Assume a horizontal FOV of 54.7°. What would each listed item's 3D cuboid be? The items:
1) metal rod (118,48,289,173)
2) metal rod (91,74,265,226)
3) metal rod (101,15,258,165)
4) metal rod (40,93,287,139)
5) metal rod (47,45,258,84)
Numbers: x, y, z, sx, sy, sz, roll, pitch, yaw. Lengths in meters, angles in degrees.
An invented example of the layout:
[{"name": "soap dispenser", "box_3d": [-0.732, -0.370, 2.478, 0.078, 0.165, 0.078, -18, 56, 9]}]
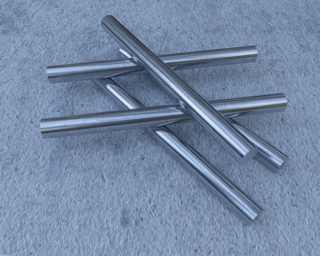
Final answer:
[{"name": "metal rod", "box_3d": [0.044, -0.041, 0.439, 0.025, 0.025, 0.300, -35, 59, -26]}, {"name": "metal rod", "box_3d": [0.003, 0.007, 0.398, 0.025, 0.025, 0.300, -34, 58, -25]}, {"name": "metal rod", "box_3d": [0.006, -0.066, 0.396, 0.025, 0.025, 0.300, -28, 56, -22]}, {"name": "metal rod", "box_3d": [0.010, -0.016, 0.387, 0.302, 0.025, 0.025, -7, 51, -6]}, {"name": "metal rod", "box_3d": [-0.006, -0.093, 0.451, 0.302, 0.025, 0.025, -7, 51, -7]}]
